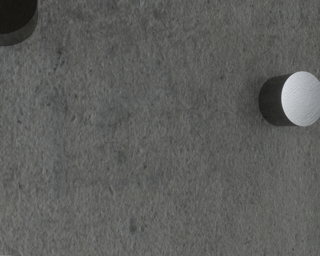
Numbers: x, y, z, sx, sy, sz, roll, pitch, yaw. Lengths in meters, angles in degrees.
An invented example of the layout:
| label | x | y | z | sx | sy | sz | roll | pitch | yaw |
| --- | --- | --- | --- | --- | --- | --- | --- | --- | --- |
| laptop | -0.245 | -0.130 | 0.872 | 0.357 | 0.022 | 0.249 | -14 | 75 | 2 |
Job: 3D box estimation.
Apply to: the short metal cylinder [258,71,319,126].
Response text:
| label | x | y | z | sx | sy | sz | roll | pitch | yaw |
| --- | --- | --- | --- | --- | --- | --- | --- | --- | --- |
| short metal cylinder | 0.199 | -0.042 | 0.471 | 0.081 | 0.050 | 0.079 | 0 | 90 | -21 |

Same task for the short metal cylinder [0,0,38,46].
| label | x | y | z | sx | sy | sz | roll | pitch | yaw |
| --- | --- | --- | --- | --- | --- | --- | --- | --- | --- |
| short metal cylinder | -0.174 | -0.134 | 0.331 | 0.081 | 0.050 | 0.079 | 0 | 90 | -21 |
